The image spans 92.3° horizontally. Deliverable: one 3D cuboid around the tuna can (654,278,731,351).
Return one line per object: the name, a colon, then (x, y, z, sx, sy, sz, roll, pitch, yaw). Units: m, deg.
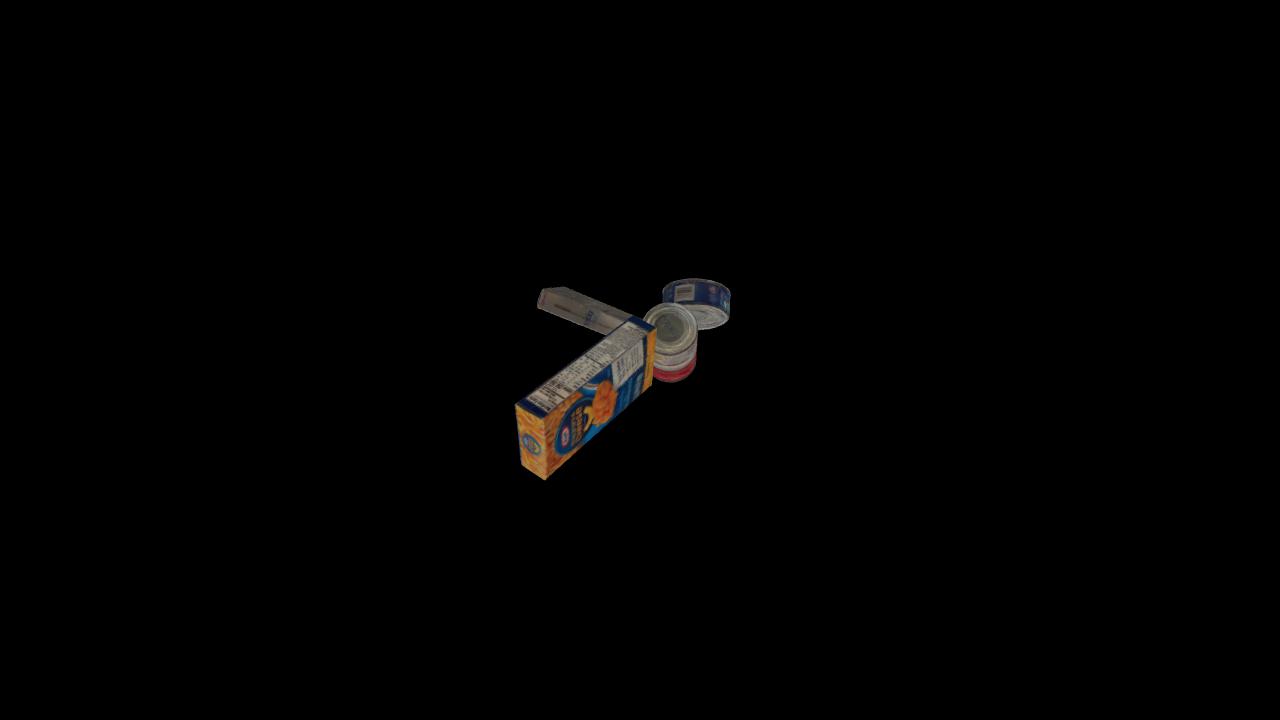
tuna can: (0.068, -0.066, 0.749, 0.084, 0.034, 0.084, 4, -18, 1)

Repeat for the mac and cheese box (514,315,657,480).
mac and cheese box: (-0.051, 0.035, 0.651, 0.041, 0.093, 0.184, 29, 47, 23)

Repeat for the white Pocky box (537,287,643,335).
white Pocky box: (-0.041, -0.051, 0.755, 0.154, 0.028, 0.084, 23, 11, 8)

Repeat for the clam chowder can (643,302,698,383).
clam chowder can: (0.036, -0.020, 0.745, 0.068, 0.068, 0.102, 0, -19, 3)
